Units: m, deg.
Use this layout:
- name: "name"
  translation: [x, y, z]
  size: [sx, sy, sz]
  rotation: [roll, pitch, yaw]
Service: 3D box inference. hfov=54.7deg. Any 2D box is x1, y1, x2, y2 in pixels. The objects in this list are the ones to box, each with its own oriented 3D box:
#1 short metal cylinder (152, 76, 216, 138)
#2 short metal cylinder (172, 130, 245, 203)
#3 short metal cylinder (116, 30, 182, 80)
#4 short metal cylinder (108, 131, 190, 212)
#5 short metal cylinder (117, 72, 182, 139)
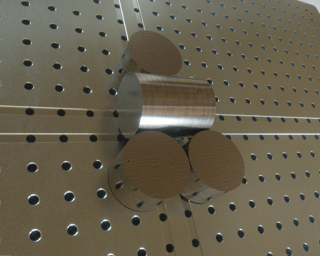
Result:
- name: "short metal cylinder"
  translation: [0.028, -0.027, 0.407]
  size: [0.050, 0.080, 0.080]
  rotation: [0, 62, -29]
- name: "short metal cylinder"
  translation: [0.059, 0.049, 0.394]
  size: [0.081, 0.050, 0.080]
  rotation: [14, 56, -21]
- name: "short metal cylinder"
  translation: [-0.016, -0.091, 0.440]
  size: [0.081, 0.050, 0.080]
  rotation: [14, 56, -21]
- name: "short metal cylinder"
  translation: [-0.013, 0.050, 0.355]
  size: [0.081, 0.050, 0.080]
  rotation: [14, 56, -21]
- name: "short metal cylinder"
  translation: [-0.016, -0.027, 0.383]
  size: [0.050, 0.080, 0.080]
  rotation: [0, 62, -29]
